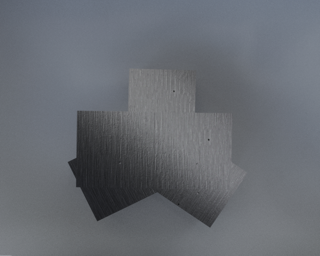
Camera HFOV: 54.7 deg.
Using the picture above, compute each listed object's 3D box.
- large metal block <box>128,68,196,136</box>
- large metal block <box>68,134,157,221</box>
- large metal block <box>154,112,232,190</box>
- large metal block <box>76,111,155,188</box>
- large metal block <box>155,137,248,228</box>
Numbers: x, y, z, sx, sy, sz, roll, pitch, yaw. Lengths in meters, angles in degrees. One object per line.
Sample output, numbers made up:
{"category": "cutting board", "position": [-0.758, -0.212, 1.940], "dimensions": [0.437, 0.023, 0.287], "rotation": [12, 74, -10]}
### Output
{"category": "large metal block", "position": [0.002, -0.031, 0.397], "dimensions": [0.081, 0.050, 0.080], "rotation": [2, 90, 0]}
{"category": "large metal block", "position": [-0.057, 0.059, 0.397], "dimensions": [0.080, 0.050, 0.080], "rotation": [-26, 90, 0]}
{"category": "large metal block", "position": [0.034, 0.024, 0.346], "dimensions": [0.081, 0.050, 0.080], "rotation": [1, 90, 0]}
{"category": "large metal block", "position": [-0.046, 0.022, 0.347], "dimensions": [0.081, 0.050, 0.080], "rotation": [1, 90, 0]}
{"category": "large metal block", "position": [0.050, 0.064, 0.396], "dimensions": [0.080, 0.050, 0.080], "rotation": [34, 90, 0]}
